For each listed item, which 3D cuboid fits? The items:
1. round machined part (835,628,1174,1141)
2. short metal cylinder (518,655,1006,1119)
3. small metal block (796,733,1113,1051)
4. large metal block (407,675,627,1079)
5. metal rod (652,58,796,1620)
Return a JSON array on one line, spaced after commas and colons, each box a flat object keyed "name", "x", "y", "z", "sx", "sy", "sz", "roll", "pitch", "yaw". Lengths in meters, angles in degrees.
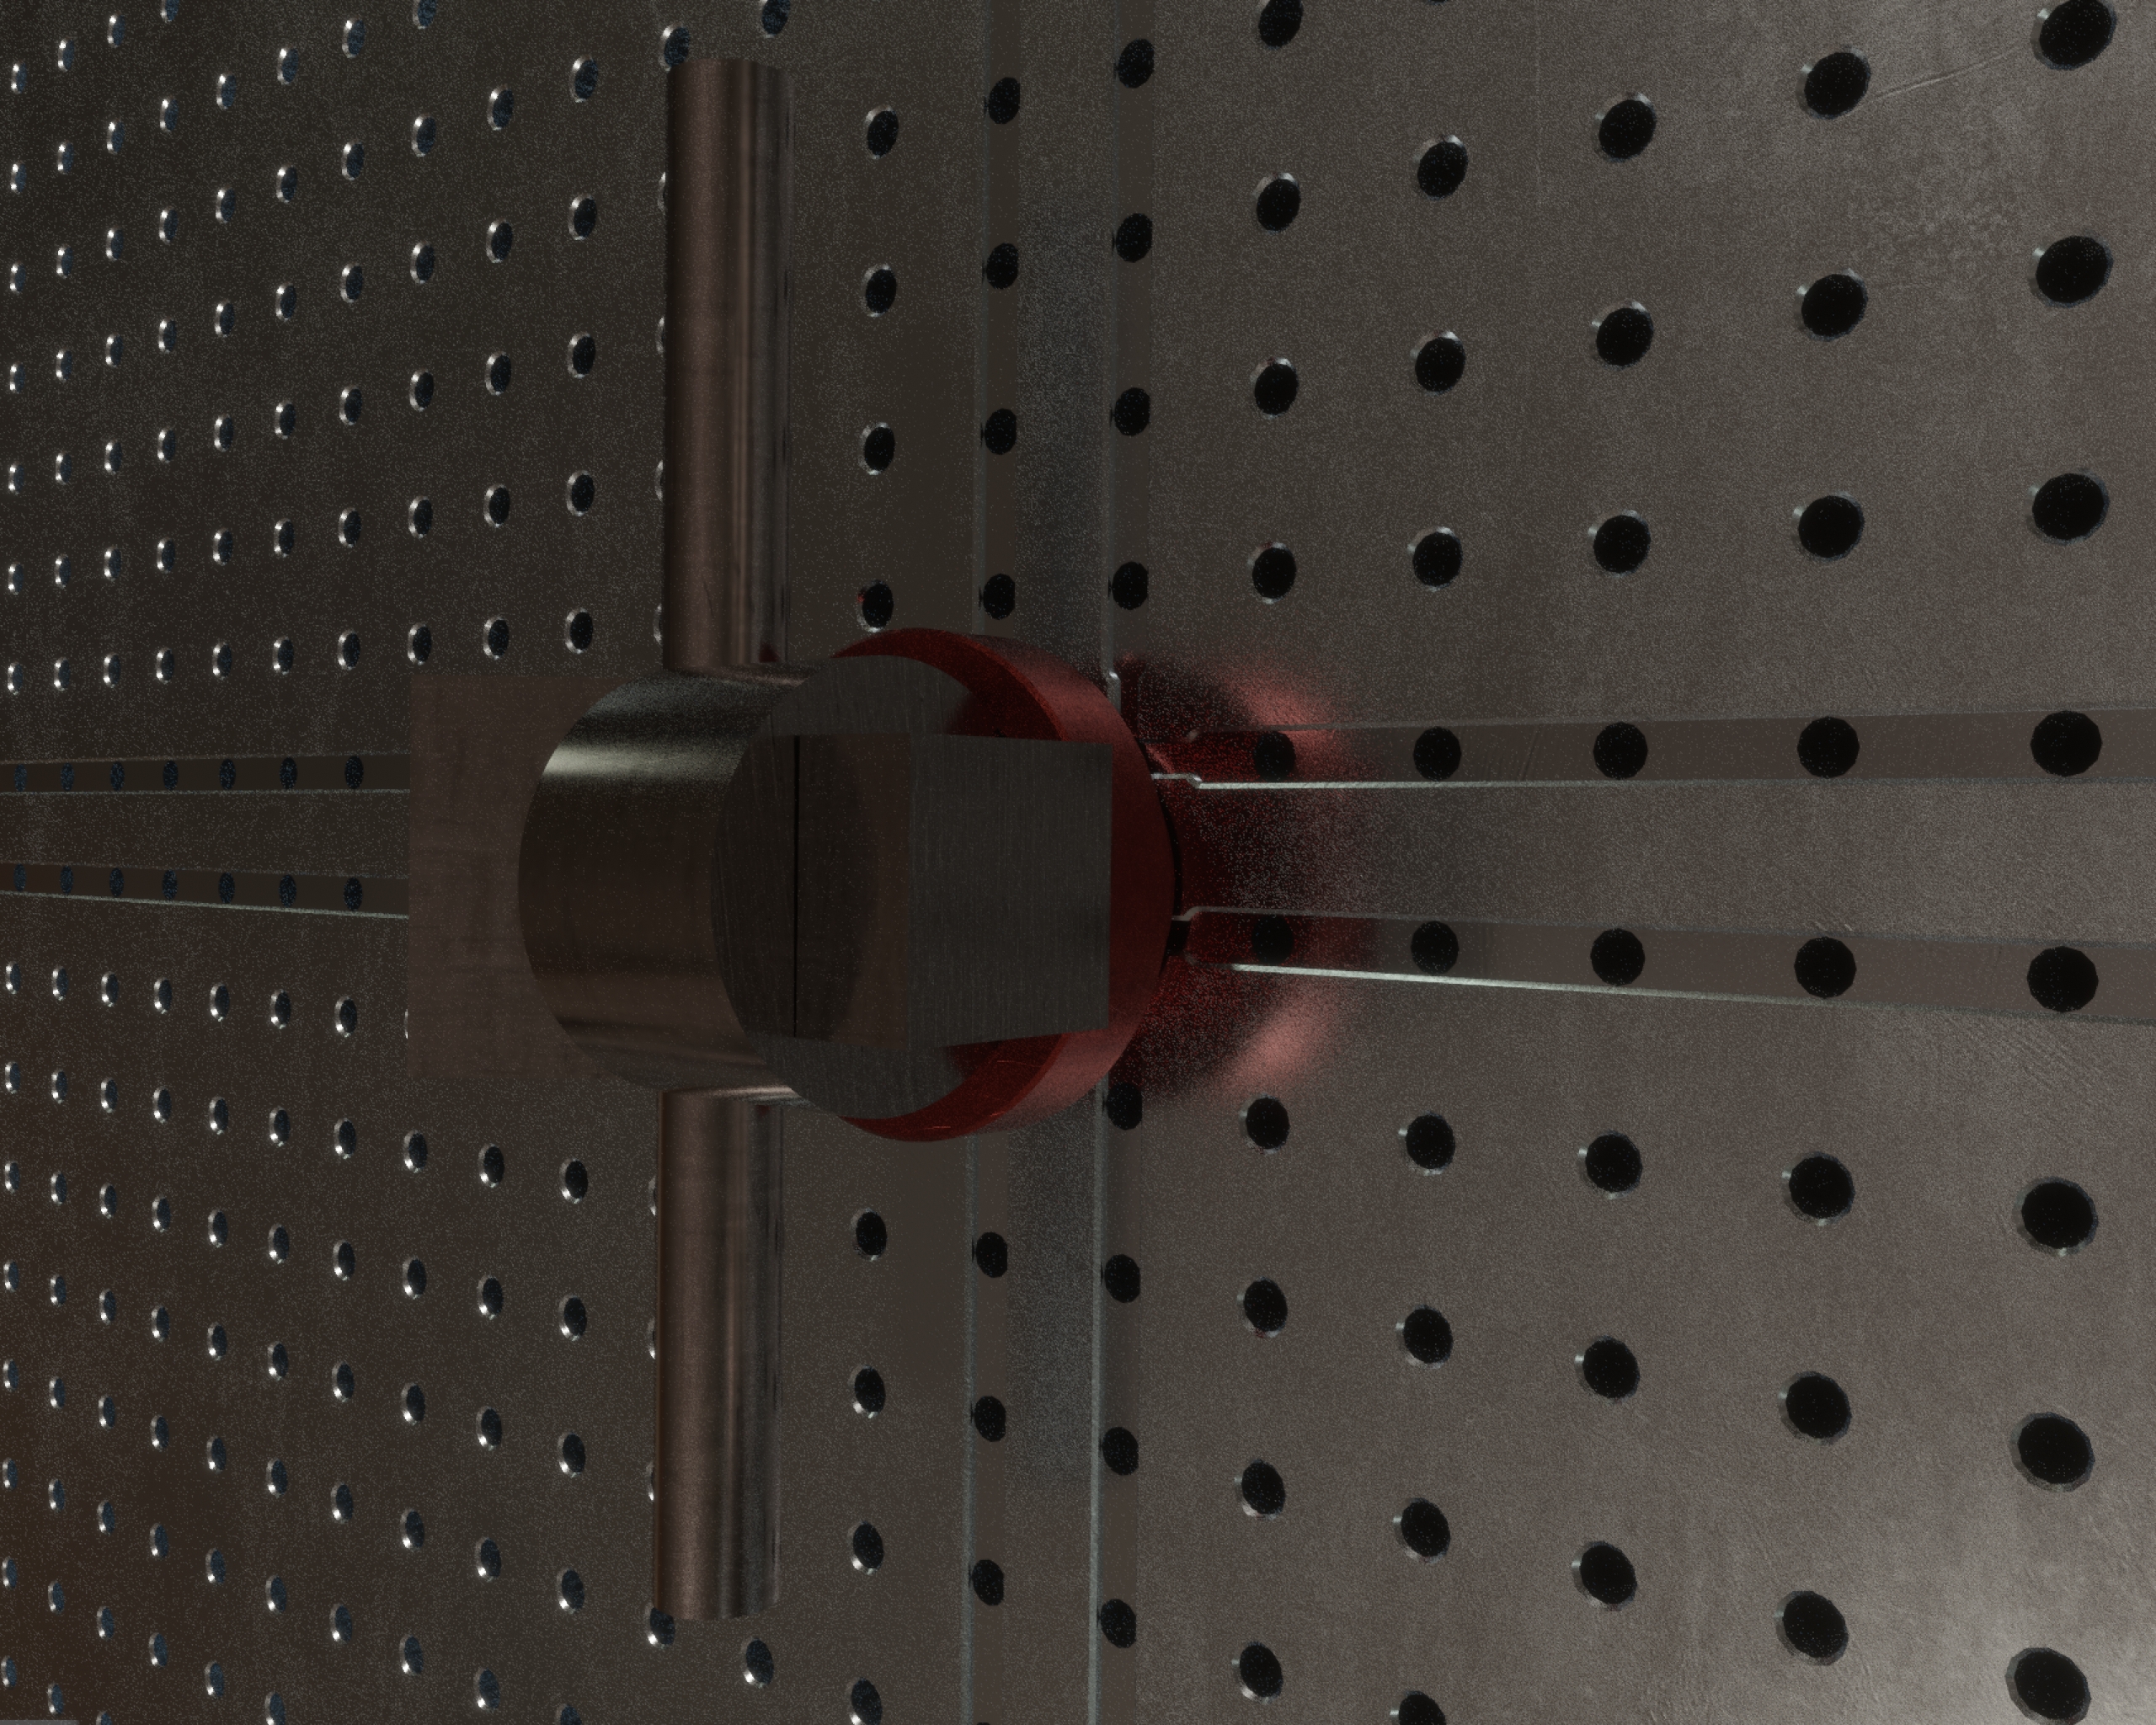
[{"name": "round machined part", "x": -0.020, "y": 0.004, "z": 0.411, "sx": 0.098, "sy": 0.042, "sz": 0.097, "roll": 0, "pitch": 90, "yaw": 39}, {"name": "short metal cylinder", "x": -0.051, "y": 0.004, "z": 0.374, "sx": 0.050, "sy": 0.081, "sz": 0.079, "roll": 1, "pitch": 91, "yaw": 40}, {"name": "small metal block", "x": -0.020, "y": 0.004, "z": 0.353, "sx": 0.025, "sy": 0.050, "sz": 0.050, "roll": 2, "pitch": 91, "yaw": 40}, {"name": "large metal block", "x": -0.108, "y": 0.002, "z": 0.452, "sx": 0.050, "sy": 0.080, "sz": 0.079, "roll": 1, "pitch": 91, "yaw": -1}, {"name": "metal rod", "x": -0.070, "y": -0.004, "z": 0.410, "sx": 0.025, "sy": 0.025, "sz": 0.298, "roll": 1, "pitch": 91, "yaw": 39}]
